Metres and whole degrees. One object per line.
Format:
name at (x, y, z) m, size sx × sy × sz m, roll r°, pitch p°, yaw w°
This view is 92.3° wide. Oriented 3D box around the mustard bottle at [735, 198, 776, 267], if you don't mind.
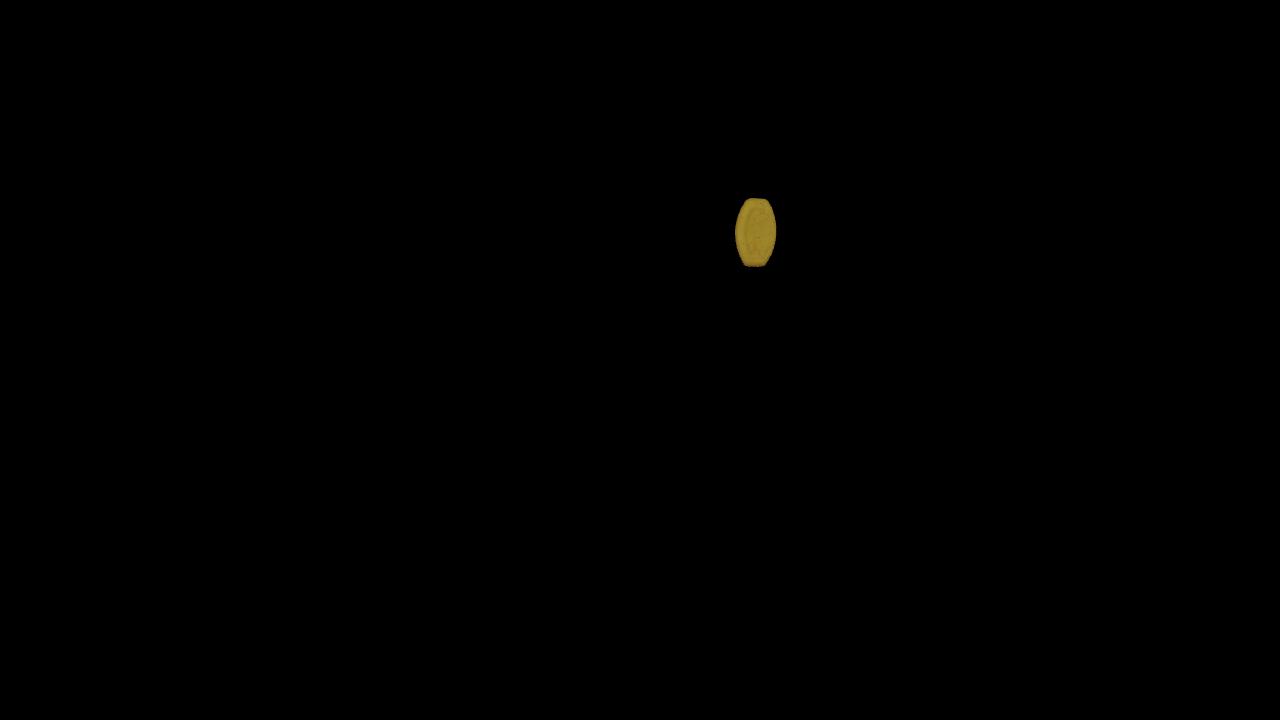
mustard bottle at (0.164, -0.184, 0.894) m, size 0.054 × 0.092 × 0.184 m, roll -5°, pitch 10°, yaw 9°
